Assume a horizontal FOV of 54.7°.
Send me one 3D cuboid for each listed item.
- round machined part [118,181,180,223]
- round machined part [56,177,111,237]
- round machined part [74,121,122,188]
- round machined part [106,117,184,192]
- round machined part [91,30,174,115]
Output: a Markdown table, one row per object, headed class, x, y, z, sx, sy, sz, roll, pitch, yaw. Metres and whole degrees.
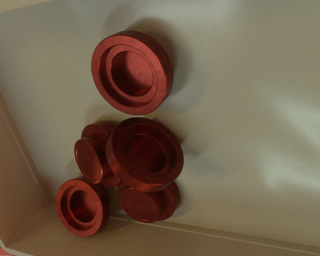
| class | x | y | z | sx | sy | sz | roll | pitch | yaw |
| --- | --- | --- | --- | --- | --- | --- | --- | --- | --- |
| round machined part | -0.023 | 0.106 | 0.474 | 0.098 | 0.042 | 0.097 | 13 | 124 | 20 |
| round machined part | -0.125 | 0.130 | 0.527 | 0.098 | 0.042 | 0.097 | 3 | 97 | 25 |
| round machined part | -0.087 | 0.042 | 0.447 | 0.098 | 0.042 | 0.097 | 22 | 123 | 39 |
| round machined part | -0.022 | 0.037 | 0.395 | 0.098 | 0.098 | 0.042 | 39 | 134 | 1 |
| round machined part | -0.029 | -0.067 | 0.370 | 0.098 | 0.042 | 0.097 | 13 | 124 | 20 |
